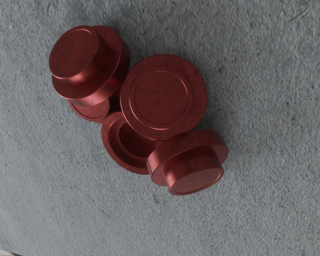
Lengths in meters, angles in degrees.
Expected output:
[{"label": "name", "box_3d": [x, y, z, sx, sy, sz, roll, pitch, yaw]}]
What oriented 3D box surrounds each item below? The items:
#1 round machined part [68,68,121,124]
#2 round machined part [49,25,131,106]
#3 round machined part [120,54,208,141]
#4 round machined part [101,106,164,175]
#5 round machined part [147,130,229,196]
[{"label": "round machined part", "box_3d": [-0.086, -0.047, 0.413, 0.098, 0.042, 0.097, 13, 124, 20]}, {"label": "round machined part", "box_3d": [-0.087, -0.078, 0.356, 0.098, 0.098, 0.042, 1, 160, 27]}, {"label": "round machined part", "box_3d": [0.003, -0.034, 0.345, 0.099, 0.042, 0.097, 1, 95, 7]}, {"label": "round machined part", "box_3d": [-0.026, 0.011, 0.416, 0.098, 0.042, 0.097, 13, 124, 20]}, {"label": "round machined part", "box_3d": [0.037, 0.047, 0.370, 0.097, 0.099, 0.042, -50, 48, 39]}]
